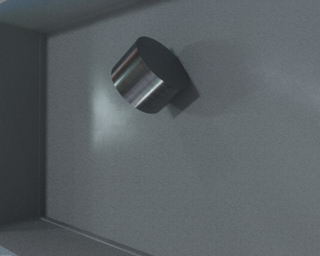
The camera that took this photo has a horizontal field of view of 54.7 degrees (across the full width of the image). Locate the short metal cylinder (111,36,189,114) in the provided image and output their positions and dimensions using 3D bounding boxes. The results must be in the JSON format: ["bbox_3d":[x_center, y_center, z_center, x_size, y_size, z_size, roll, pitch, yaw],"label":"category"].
[{"bbox_3d":[-0.012,-0.064,0.379,0.050,0.081,0.080,-41,65,32],"label":"short metal cylinder"}]
